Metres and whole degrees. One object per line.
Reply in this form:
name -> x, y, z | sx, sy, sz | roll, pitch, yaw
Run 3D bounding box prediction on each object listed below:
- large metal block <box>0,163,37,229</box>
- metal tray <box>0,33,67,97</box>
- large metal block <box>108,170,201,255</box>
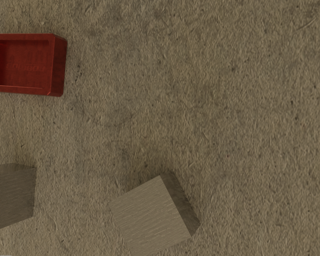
large metal block -> -0.236, 0.100, 0.463 | 0.050, 0.080, 0.079 | 6, 92, 20
metal tray -> -0.210, -0.098, 0.480 | 0.130, 0.030, 0.089 | 6, 92, 19
large metal block -> -0.006, 0.110, 0.398 | 0.080, 0.050, 0.080 | -31, 80, 17
